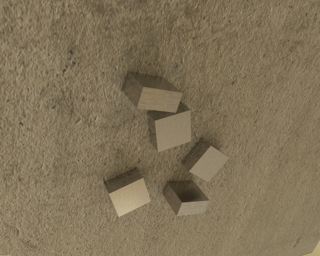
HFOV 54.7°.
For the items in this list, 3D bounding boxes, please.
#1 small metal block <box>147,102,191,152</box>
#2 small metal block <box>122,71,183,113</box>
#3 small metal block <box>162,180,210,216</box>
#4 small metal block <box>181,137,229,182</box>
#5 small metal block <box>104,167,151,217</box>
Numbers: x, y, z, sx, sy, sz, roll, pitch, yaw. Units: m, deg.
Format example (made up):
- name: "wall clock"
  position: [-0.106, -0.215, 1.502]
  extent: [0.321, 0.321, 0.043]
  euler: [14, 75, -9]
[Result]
- name: "small metal block"
  position: [0.013, -0.001, 0.413]
  extent: [0.050, 0.025, 0.050]
  euler: [-17, 126, -19]
- name: "small metal block"
  position: [-0.010, -0.042, 0.359]
  extent: [0.050, 0.050, 0.025]
  euler: [5, 116, -31]
- name: "small metal block"
  position: [0.039, 0.107, 0.478]
  extent: [0.050, 0.050, 0.025]
  euler: [4, 117, -30]
- name: "small metal block"
  position: [0.069, 0.049, 0.475]
  extent: [0.050, 0.025, 0.050]
  euler: [32, 100, -38]
- name: "small metal block"
  position: [-0.046, 0.091, 0.438]
  extent: [0.050, 0.025, 0.050]
  euler: [-24, 127, -14]
